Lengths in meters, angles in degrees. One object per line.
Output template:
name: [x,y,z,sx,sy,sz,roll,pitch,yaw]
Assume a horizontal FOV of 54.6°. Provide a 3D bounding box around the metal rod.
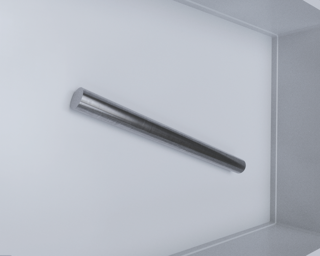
metal rod: [0.021,0.016,0.421,0.302,0.025,0.025,23,75,-37]
